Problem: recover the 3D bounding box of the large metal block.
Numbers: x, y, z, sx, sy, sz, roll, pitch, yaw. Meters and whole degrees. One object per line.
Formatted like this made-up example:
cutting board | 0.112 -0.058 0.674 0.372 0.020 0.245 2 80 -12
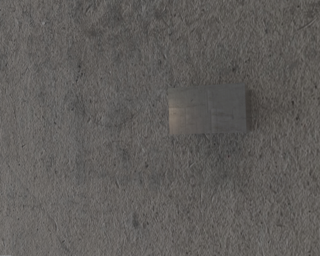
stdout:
large metal block | 0.061 -0.019 0.358 0.080 0.080 0.050 -2 90 20
